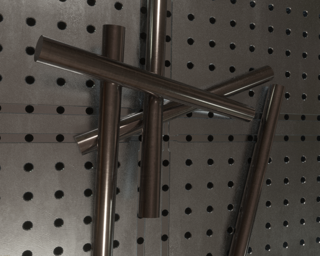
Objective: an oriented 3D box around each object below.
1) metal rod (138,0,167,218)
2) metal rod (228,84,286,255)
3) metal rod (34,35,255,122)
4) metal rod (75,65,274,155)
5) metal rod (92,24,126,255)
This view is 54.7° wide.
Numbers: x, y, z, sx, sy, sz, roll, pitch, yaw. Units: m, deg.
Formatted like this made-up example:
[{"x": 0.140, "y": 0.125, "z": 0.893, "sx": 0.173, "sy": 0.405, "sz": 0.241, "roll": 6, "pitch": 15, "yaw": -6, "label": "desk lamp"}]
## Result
[{"x": -0.008, "y": -0.043, "z": 0.387, "sx": 0.025, "sy": 0.025, "sz": 0.298, "roll": 6, "pitch": 80, "yaw": -20, "label": "metal rod"}, {"x": 0.144, "y": 0.079, "z": 0.467, "sx": 0.025, "sy": 0.025, "sz": 0.299, "roll": 17, "pitch": 84, "yaw": -20, "label": "metal rod"}, {"x": 0.010, "y": -0.046, "z": 0.368, "sx": 0.302, "sy": 0.025, "sz": 0.025, "roll": 12, "pitch": 86, "yaw": -36, "label": "metal rod"}, {"x": 0.033, "y": -0.031, "z": 0.426, "sx": 0.302, "sy": 0.025, "sz": 0.025, "roll": -22, "pitch": 98, "yaw": -19, "label": "metal rod"}, {"x": -0.062, "y": 0.034, "z": 0.366, "sx": 0.025, "sy": 0.025, "sz": 0.298, "roll": 1, "pitch": 99, "yaw": -20, "label": "metal rod"}]
